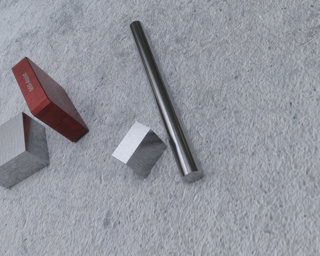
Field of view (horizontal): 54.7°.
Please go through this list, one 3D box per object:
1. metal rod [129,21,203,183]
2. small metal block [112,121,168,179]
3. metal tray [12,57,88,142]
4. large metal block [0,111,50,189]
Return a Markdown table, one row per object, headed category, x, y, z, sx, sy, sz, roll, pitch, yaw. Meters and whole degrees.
| category | x | y | z | sx | sy | sz | roll | pitch | yaw |
| --- | --- | --- | --- | --- | --- | --- | --- | --- | --- |
| metal rod | -0.002 | -0.058 | 0.439 | 0.025 | 0.025 | 0.299 | -27 | 52 | 11 |
| small metal block | -0.024 | 0.028 | 0.382 | 0.025 | 0.050 | 0.050 | 26 | 76 | 36 |
| metal tray | -0.169 | -0.045 | 0.475 | 0.030 | 0.090 | 0.130 | -41 | 51 | 0 |
| large metal block | -0.225 | 0.035 | 0.482 | 0.080 | 0.050 | 0.080 | -31 | 52 | 8 |
